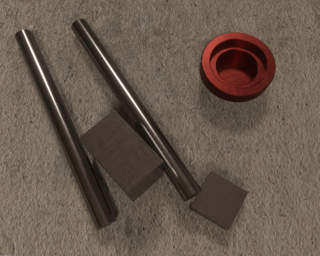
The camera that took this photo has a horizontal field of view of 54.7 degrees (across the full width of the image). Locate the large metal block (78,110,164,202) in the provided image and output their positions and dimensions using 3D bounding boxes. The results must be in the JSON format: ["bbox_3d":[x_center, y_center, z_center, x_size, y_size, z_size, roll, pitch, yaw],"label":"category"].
[{"bbox_3d":[-0.042,0.036,0.365,0.050,0.080,0.080,-41,75,-13],"label":"large metal block"}]

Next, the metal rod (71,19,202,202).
[{"bbox_3d":[-0.041,-0.037,0.410,0.025,0.025,0.299,-30,69,-11],"label":"metal rod"}]

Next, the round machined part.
[{"bbox_3d":[0.104,-0.080,0.430,0.099,0.042,0.098,0,70,-1],"label":"round machined part"}]

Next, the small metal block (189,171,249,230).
[{"bbox_3d":[0.071,0.088,0.377,0.050,0.025,0.050,30,72,10],"label":"small metal block"}]

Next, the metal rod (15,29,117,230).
[{"bbox_3d":[-0.131,-0.011,0.410,0.025,0.025,0.299,-26,72,-9],"label":"metal rod"}]
